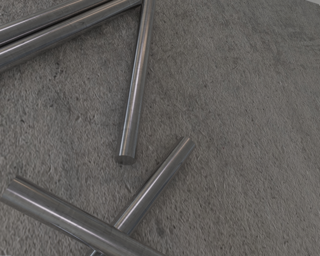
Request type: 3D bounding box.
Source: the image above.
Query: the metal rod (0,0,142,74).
[{"bbox_3d":[-0.125,-0.130,0.415,0.025,0.025,0.302,44,51,2],"label":"metal rod"}]

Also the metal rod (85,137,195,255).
[{"bbox_3d":[-0.043,0.108,0.314,0.025,0.025,0.301,42,51,0],"label":"metal rod"}]

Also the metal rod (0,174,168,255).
[{"bbox_3d":[-0.005,0.130,0.295,0.301,0.025,0.025,34,51,-16],"label":"metal rod"}]

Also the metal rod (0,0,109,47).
[{"bbox_3d":[-0.128,-0.165,0.434,0.025,0.025,0.302,44,51,2],"label":"metal rod"}]

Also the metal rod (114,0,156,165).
[{"bbox_3d":[-0.030,-0.087,0.440,0.025,0.025,0.300,17,55,-18],"label":"metal rod"}]
